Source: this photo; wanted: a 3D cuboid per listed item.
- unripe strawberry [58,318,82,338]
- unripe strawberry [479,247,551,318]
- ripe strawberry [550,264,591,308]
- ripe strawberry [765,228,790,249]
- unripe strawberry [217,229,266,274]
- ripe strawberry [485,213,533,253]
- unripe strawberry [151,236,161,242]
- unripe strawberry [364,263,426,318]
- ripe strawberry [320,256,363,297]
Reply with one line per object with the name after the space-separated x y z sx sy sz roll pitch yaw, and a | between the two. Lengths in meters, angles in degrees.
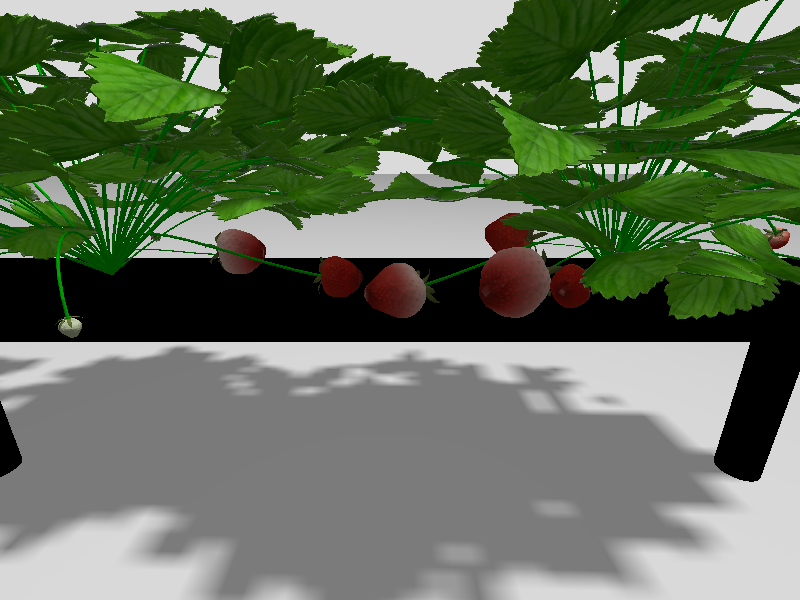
-0.184 0.016 0.224 0.010 0.011 0.011 -10 21 -26 | unripe strawberry
0.070 -0.010 0.258 0.049 0.048 0.045 -16 25 -38 | unripe strawberry
0.116 -0.009 0.274 0.026 0.030 0.029 15 25 37 | ripe strawberry
0.429 -0.068 0.456 0.024 0.025 0.022 41 -2 -30 | ripe strawberry
-0.140 -0.042 0.354 0.039 0.041 0.036 1 19 0 | unripe strawberry
0.112 -0.067 0.422 0.050 0.050 0.047 16 25 40 | ripe strawberry
-0.315 -0.081 0.518 0.010 0.011 0.011 -6 1 -17 | unripe strawberry
-0.004 -0.006 0.258 0.039 0.034 0.039 -11 22 -26 | unripe strawberry
-0.043 -0.016 0.294 0.030 0.031 0.028 6 20 16 | ripe strawberry
